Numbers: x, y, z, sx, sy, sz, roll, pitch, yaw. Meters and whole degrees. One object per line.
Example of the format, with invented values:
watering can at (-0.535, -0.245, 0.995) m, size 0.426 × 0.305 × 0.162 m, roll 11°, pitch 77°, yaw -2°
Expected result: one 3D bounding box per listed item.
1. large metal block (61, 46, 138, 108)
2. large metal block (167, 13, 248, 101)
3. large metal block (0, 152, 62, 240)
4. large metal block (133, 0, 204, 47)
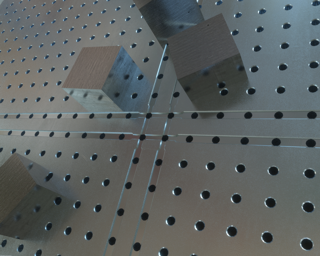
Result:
large metal block at (-0.094, -0.081, 0.489) m, size 0.080 × 0.050 × 0.080 m, roll 6°, pitch 65°, yaw 30°
large metal block at (0.062, -0.095, 0.417) m, size 0.080 × 0.050 × 0.080 m, roll -21°, pitch 54°, yaw 15°
large metal block at (-0.200, 0.095, 0.437) m, size 0.080 × 0.050 × 0.080 m, roll -49°, pitch 52°, yaw -6°
large metal block at (0.011, -0.188, 0.481) m, size 0.080 × 0.080 × 0.050 m, roll -32°, pitch 52°, yaw 7°
